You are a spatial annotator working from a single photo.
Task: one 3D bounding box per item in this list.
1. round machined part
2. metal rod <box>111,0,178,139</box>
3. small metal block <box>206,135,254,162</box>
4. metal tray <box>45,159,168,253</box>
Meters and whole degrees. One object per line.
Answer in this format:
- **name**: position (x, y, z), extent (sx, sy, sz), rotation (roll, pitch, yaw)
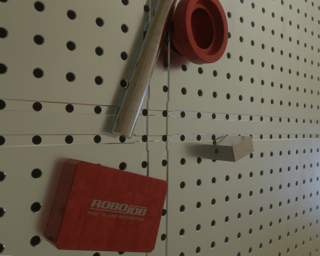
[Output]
- **round machined part**: position (0.052, -0.139, 0.440), extent (0.099, 0.042, 0.097), rotation (-3, 94, -45)
- **metal rod**: position (-0.003, -0.130, 0.408), extent (0.025, 0.025, 0.299), rotation (28, 72, -37)
- **small metal block**: position (0.111, 0.031, 0.489), extent (0.050, 0.050, 0.025), rotation (-21, 104, -38)
- **metal tray**: position (-0.055, 0.094, 0.362), extent (0.131, 0.030, 0.090), rotation (21, 77, -38)
